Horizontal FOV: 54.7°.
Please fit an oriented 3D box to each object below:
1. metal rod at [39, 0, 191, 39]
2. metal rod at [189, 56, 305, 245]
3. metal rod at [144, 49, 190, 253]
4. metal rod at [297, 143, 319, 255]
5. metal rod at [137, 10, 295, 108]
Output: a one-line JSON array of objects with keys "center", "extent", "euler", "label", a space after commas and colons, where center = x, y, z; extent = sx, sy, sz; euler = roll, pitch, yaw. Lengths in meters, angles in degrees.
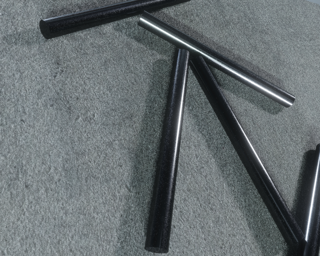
[{"center": [-0.048, -0.190, 0.493], "extent": [0.302, 0.025, 0.025], "euler": [-32, 80, -38], "label": "metal rod"}, {"center": [0.119, 0.020, 0.454], "extent": [0.025, 0.025, 0.299], "euler": [-13, 69, -34], "label": "metal rod"}, {"center": [0.016, 0.006, 0.408], "extent": [0.025, 0.025, 0.300], "euler": [21, 54, -16], "label": "metal rod"}, {"center": [0.217, 0.132, 0.439], "extent": [0.025, 0.025, 0.301], "euler": [37, 51, -4], "label": "metal rod"}, {"center": [0.102, -0.112, 0.526], "extent": [0.301, 0.025, 0.025], "euler": [26, 53, -12], "label": "metal rod"}]
